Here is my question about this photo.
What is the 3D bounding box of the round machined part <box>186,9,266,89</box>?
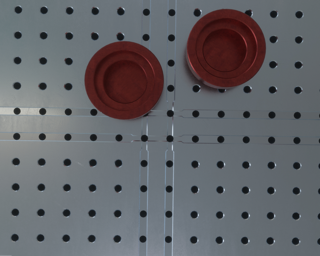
[{"bbox_3d":[0.083,-0.100,0.405,0.099,0.042,0.097,0,90,0],"label":"round machined part"}]

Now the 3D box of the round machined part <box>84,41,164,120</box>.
[{"bbox_3d":[-0.044,-0.059,0.405,0.099,0.042,0.097,0,90,0],"label":"round machined part"}]
